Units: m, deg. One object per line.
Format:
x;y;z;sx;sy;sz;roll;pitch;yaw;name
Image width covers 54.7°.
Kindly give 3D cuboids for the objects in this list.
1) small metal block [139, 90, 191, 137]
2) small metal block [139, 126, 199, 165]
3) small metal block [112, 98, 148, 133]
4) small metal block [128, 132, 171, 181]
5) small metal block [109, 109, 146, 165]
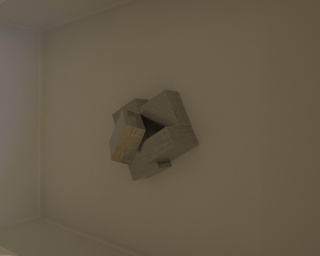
0.005;-0.014;0.399;0.050;0.025;0.050;-31;71;35;small metal block
0.010;0.021;0.378;0.050;0.050;0.025;-34;69;34;small metal block
-0.035;-0.007;0.432;0.050;0.025;0.050;-31;71;35;small metal block
-0.019;0.038;0.418;0.050;0.025;0.050;-31;71;35;small metal block
-0.042;0.010;0.389;0.050;0.025;0.050;-115;46;-63;small metal block
